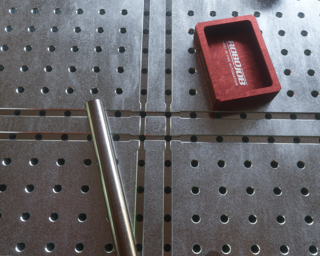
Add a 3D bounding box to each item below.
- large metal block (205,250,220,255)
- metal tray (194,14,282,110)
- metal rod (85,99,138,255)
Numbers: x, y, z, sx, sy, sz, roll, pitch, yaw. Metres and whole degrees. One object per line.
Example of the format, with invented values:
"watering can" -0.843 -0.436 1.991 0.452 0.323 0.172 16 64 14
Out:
"large metal block" 0.055 0.191 0.329 0.080 0.050 0.080 -38 75 -13
"metal tray" 0.107 -0.096 0.445 0.091 0.030 0.129 -10 70 -4
"metal rod" -0.051 0.103 0.373 0.025 0.025 0.299 -14 71 -6
